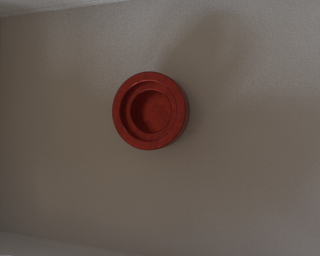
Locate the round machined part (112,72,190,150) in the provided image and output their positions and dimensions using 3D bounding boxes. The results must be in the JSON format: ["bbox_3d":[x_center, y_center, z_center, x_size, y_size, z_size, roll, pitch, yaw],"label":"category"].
[{"bbox_3d":[-0.009,-0.021,0.402,0.098,0.042,0.097,0,90,20],"label":"round machined part"}]
